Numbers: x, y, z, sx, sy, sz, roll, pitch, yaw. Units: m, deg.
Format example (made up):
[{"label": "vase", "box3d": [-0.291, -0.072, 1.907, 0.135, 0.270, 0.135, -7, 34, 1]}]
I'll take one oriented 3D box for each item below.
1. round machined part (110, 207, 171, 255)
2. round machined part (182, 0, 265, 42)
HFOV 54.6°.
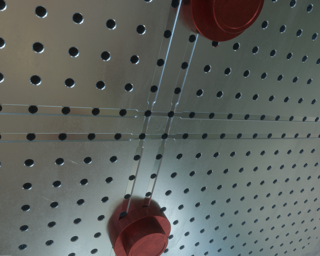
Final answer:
[{"label": "round machined part", "box3d": [-0.026, 0.178, 0.495, 0.099, 0.042, 0.097, -14, 124, -21]}, {"label": "round machined part", "box3d": [0.079, -0.146, 0.352, 0.099, 0.042, 0.097, -14, 124, -21]}]
